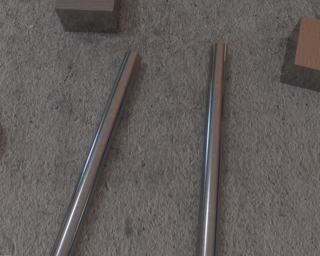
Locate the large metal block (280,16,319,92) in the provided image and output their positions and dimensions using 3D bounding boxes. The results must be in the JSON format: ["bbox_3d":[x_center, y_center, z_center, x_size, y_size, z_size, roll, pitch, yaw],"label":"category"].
[{"bbox_3d":[0.224,-0.100,0.434,0.080,0.050,0.080,15,71,5],"label":"large metal block"}]

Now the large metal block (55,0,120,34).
[{"bbox_3d":[-0.103,-0.192,0.464,0.081,0.050,0.080,2,70,0],"label":"large metal block"}]

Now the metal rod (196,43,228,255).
[{"bbox_3d":[0.069,0.022,0.400,0.025,0.025,0.299,6,70,2],"label":"metal rod"}]

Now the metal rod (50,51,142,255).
[{"bbox_3d":[-0.078,0.032,0.395,0.025,0.025,0.299,15,70,5],"label":"metal rod"}]
